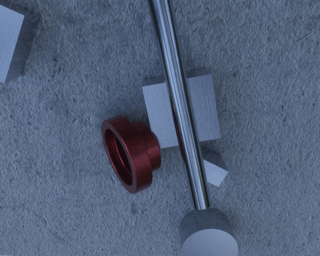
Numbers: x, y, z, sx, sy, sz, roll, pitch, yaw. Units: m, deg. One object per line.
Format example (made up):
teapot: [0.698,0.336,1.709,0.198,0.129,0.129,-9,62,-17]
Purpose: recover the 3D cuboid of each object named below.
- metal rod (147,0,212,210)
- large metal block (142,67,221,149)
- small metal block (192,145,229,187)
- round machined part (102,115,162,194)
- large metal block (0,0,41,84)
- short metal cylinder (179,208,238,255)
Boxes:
metal rod: [0.020,-0.041,0.341,0.025,0.025,0.298,-12,110,4]
large metal block: [0.026,-0.026,0.387,0.080,0.050,0.079,-10,110,3]
small metal block: [0.059,0.046,0.414,0.050,0.050,0.025,27,108,-10]
round machined part: [-0.034,0.029,0.388,0.042,0.098,0.097,-22,112,-24]
large metal block: [-0.196,-0.108,0.354,0.080,0.050,0.079,23,108,-9]
short metal cylinder: [0.070,0.166,0.459,0.081,0.050,0.079,0,110,-1]
